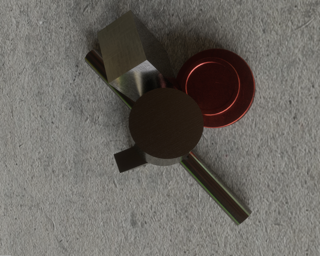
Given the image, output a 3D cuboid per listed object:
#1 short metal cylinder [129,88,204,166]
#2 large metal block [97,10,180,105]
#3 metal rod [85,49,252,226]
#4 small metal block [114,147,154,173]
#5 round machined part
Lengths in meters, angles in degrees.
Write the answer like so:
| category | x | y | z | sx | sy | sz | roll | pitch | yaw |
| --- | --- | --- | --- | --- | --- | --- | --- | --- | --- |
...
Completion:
| category | x | y | z | sx | sy | sz | roll | pitch | yaw |
| --- | --- | --- | --- | --- | --- | --- | --- | --- | --- |
| short metal cylinder | 0.005 | 0.000 | 0.355 | 0.081 | 0.050 | 0.080 | 1 | 74 | -4 |
| large metal block | -0.025 | -0.079 | 0.378 | 0.050 | 0.080 | 0.080 | -28 | 59 | 19 |
| metal rod | 0.002 | 0.003 | 0.409 | 0.025 | 0.025 | 0.300 | -47 | 76 | 14 |
| small metal block | -0.024 | 0.036 | 0.405 | 0.050 | 0.050 | 0.025 | -22 | 82 | 18 |
| round machined part | 0.064 | -0.048 | 0.377 | 0.098 | 0.042 | 0.097 | 0 | 90 | 19 |
